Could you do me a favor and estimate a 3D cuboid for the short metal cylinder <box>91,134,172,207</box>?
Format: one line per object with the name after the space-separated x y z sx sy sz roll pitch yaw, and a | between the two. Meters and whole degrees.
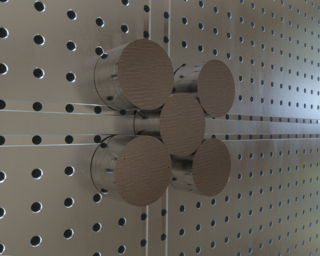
-0.033 0.048 0.366 0.081 0.050 0.079 0 90 -40 | short metal cylinder

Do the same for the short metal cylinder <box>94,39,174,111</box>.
-0.030 -0.060 0.369 0.081 0.050 0.079 0 90 -40 | short metal cylinder

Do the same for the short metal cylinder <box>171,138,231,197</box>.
0.056 0.053 0.441 0.081 0.050 0.079 0 90 -40 | short metal cylinder

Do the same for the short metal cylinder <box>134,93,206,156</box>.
0.014 -0.005 0.406 0.081 0.050 0.079 0 90 -40 | short metal cylinder

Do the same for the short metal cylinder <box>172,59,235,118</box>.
0.063 -0.054 0.445 0.081 0.050 0.079 0 90 -40 | short metal cylinder
